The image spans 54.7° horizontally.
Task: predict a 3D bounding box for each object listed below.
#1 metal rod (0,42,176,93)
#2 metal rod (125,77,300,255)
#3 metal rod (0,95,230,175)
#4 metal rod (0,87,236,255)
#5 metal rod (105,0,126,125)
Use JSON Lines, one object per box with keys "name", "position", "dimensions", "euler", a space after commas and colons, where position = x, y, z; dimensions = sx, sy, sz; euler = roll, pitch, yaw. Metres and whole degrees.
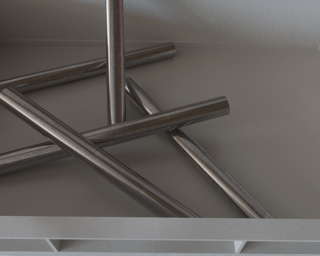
{"name": "metal rod", "position": [-0.119, -0.089, 0.478], "dimensions": [0.302, 0.025, 0.025], "euler": [-17, 52, -14]}
{"name": "metal rod", "position": [0.039, 0.028, 0.381], "dimensions": [0.025, 0.025, 0.300], "euler": [-30, 56, -23]}
{"name": "metal rod", "position": [-0.063, 0.010, 0.374], "dimensions": [0.302, 0.025, 0.025], "euler": [-15, 52, -4]}
{"name": "metal rod", "position": [-0.056, 0.042, 0.334], "dimensions": [0.301, 0.025, 0.025], "euler": [33, 57, 11]}
{"name": "metal rod", "position": [-0.063, -0.152, 0.429], "dimensions": [0.025, 0.025, 0.298], "euler": [-2, 83, -2]}
